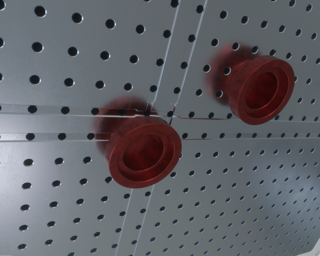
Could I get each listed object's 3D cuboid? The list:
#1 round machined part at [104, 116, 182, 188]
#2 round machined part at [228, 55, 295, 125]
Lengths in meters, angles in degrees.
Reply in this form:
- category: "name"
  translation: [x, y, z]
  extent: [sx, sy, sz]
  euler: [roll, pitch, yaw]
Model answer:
- category: "round machined part"
  translation: [-0.025, 0.027, 0.404]
  extent: [0.099, 0.042, 0.097]
  euler: [-14, 124, -21]
- category: "round machined part"
  translation: [0.138, -0.056, 0.440]
  extent: [0.099, 0.042, 0.097]
  euler: [-14, 124, -21]
